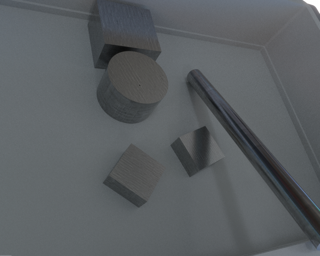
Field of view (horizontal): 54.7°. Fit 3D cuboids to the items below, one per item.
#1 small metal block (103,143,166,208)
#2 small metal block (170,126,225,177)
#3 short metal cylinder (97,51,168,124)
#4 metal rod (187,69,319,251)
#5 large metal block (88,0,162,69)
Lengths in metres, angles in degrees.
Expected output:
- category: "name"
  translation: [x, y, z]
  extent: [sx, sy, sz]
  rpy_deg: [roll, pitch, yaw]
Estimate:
- category: "small metal block"
  translation: [-0.029, 0.055, 0.358]
  extent: [0.050, 0.025, 0.050]
  rpy_deg: [36, 51, -5]
- category: "small metal block"
  translation: [0.051, 0.031, 0.416]
  extent: [0.050, 0.025, 0.050]
  rpy_deg: [-21, 73, -36]
- category: "short metal cylinder"
  translation: [-0.036, -0.052, 0.403]
  extent: [0.081, 0.050, 0.080]
  rpy_deg: [14, 56, -21]
- category: "metal rod"
  translation: [0.101, 0.009, 0.380]
  extent: [0.025, 0.025, 0.300]
  rpy_deg: [5, 35, -26]
- category: "large metal block"
  translation: [-0.052, -0.128, 0.441]
  extent: [0.081, 0.050, 0.080]
  rpy_deg: [1, 62, -28]
